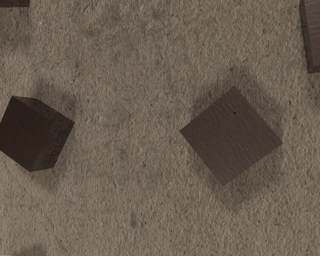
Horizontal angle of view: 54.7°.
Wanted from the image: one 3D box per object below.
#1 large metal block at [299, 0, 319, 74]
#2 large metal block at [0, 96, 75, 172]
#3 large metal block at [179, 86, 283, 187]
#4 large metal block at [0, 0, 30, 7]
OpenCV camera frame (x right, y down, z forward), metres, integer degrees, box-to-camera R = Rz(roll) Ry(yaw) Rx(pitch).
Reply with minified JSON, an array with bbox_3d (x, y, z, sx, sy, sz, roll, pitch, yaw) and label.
[{"bbox_3d":[0.197,-0.107,0.326,0.080,0.050,0.080,-8,88,19],"label":"large metal block"},{"bbox_3d":[-0.188,0.008,0.460,0.080,0.050,0.080,30,100,17],"label":"large metal block"},{"bbox_3d":[0.084,0.009,0.366,0.080,0.050,0.080,-40,78,15],"label":"large metal block"},{"bbox_3d":[-0.257,-0.222,0.468,0.080,0.080,0.050,7,93,19],"label":"large metal block"}]
